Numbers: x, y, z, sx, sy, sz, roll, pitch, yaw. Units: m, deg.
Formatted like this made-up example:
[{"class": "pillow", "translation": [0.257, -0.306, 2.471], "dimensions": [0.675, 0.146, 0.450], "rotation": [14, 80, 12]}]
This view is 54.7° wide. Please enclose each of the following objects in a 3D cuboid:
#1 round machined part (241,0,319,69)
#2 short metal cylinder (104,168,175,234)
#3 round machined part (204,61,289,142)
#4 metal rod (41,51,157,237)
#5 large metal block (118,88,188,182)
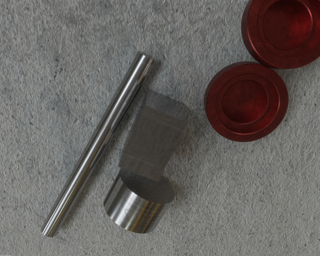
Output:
[{"class": "round machined part", "translation": [0.140, -0.116, 0.352], "dimensions": [0.099, 0.042, 0.097], "rotation": [-1, 98, -4]}, {"class": "short metal cylinder", "translation": [-0.028, 0.093, 0.414], "dimensions": [0.080, 0.080, 0.050], "rotation": [26, 108, -9]}, {"class": "round machined part", "translation": [0.104, -0.035, 0.389], "dimensions": [0.099, 0.042, 0.097], "rotation": [0, 111, 0]}, {"class": "metal rod", "translation": [-0.091, 0.033, 0.421], "dimensions": [0.025, 0.025, 0.298], "rotation": [29, 107, -10]}, {"class": "large metal block", "translation": [-0.009, 0.006, 0.382], "dimensions": [0.050, 0.080, 0.079], "rotation": [23, 109, -8]}]
